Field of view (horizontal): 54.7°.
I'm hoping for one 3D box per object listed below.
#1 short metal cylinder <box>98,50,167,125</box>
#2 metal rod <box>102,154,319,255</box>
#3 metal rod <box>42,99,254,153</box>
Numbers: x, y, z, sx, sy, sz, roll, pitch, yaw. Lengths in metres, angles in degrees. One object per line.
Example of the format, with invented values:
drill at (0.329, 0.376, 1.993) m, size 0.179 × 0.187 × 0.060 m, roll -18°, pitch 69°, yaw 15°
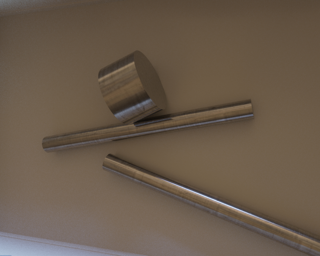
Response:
short metal cylinder at (-0.033, -0.050, 0.392) m, size 0.050 × 0.080 × 0.080 m, roll -23°, pitch 83°, yaw 18°
metal rod at (0.062, 0.094, 0.388) m, size 0.301 × 0.025 × 0.025 m, roll 19°, pitch 96°, yaw 18°
metal rod at (-0.029, 0.001, 0.419) m, size 0.301 × 0.025 × 0.025 m, roll -10°, pitch 87°, yaw 19°
